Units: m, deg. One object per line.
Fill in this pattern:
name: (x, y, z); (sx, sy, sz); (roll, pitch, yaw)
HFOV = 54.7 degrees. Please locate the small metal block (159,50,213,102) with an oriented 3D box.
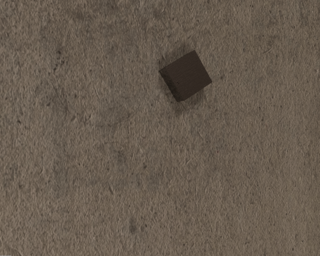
small metal block: (0.035, -0.070, 0.423); (0.050, 0.025, 0.050); (-34, 102, -17)
